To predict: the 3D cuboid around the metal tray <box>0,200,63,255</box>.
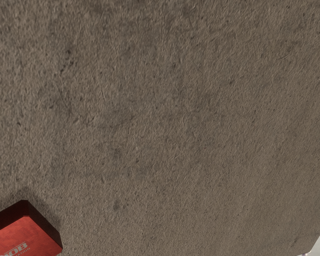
[{"bbox_3d":[-0.204,0.158,0.390,0.131,0.030,0.090,-30,129,-10],"label":"metal tray"}]
